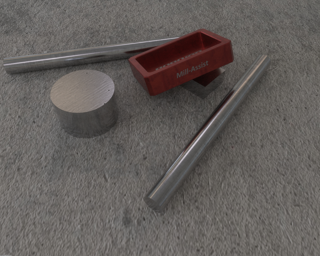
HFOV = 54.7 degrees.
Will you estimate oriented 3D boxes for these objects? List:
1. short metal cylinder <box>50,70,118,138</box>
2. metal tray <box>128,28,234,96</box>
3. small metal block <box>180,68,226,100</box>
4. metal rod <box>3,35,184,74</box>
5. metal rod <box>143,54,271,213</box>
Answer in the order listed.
[{"bbox_3d":[-0.098,-0.033,0.414,0.081,0.050,0.080,0,50,0],"label":"short metal cylinder"},{"bbox_3d":[0.028,-0.100,0.452,0.131,0.030,0.090,-24,34,-8],"label":"metal tray"},{"bbox_3d":[0.062,-0.077,0.468,0.050,0.025,0.050,35,58,25],"label":"small metal block"},{"bbox_3d":[-0.091,-0.122,0.504,0.302,0.025,0.025,-10,51,-9],"label":"metal rod"},{"bbox_3d":[0.078,-0.012,0.413,0.025,0.025,0.301,28,55,21],"label":"metal rod"}]
